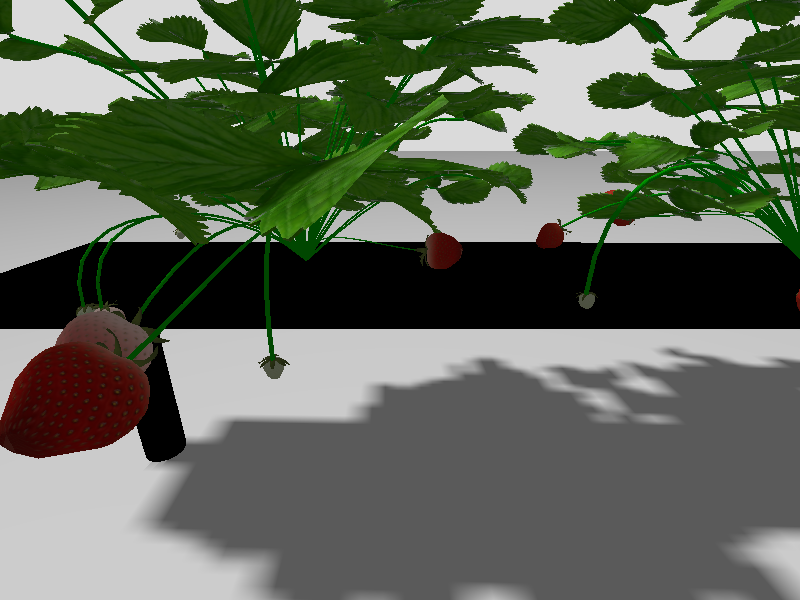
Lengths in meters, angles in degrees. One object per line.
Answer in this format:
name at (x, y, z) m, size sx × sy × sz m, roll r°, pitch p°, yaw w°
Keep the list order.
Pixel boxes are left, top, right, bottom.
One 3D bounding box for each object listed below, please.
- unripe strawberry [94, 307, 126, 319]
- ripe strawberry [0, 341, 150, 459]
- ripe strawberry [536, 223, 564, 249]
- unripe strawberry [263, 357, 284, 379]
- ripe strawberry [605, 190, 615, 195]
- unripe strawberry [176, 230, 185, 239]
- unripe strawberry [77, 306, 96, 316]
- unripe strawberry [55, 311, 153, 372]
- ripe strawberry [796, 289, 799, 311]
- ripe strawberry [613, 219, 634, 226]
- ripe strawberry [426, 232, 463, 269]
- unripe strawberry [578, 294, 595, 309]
unripe strawberry at (-0.162, 0.011, 0.224) m, size 0.016 × 0.016 × 0.014 m, roll 11°, pitch 25°, yaw 26°
ripe strawberry at (-0.113, 0.035, 0.138) m, size 0.042 × 0.036 × 0.042 m, roll 3°, pitch 23°, yaw 6°
ripe strawberry at (0.148, -0.063, 0.397) m, size 0.027 × 0.023 × 0.027 m, roll -36°, pitch 11°, yaw 22°
unripe strawberry at (-0.056, 0.030, 0.177) m, size 0.009 × 0.010 × 0.010 m, roll -3°, pitch 22°, yaw -8°
ripe strawberry at (0.306, -0.142, 0.584) m, size 0.033 × 0.035 × 0.035 m, roll -5°, pitch 15°, yaw -13°
unripe strawberry at (-0.228, -0.068, 0.417) m, size 0.010 × 0.010 × 0.009 m, roll 9°, pitch 24°, yaw 21°
unripe strawberry at (-0.181, 0.009, 0.232) m, size 0.011 × 0.011 × 0.010 m, roll 15°, pitch 26°, yaw 32°
unripe strawberry at (-0.130, 0.023, 0.172) m, size 0.038 × 0.032 × 0.038 m, roll 5°, pitch 29°, yaw 12°
ripe strawberry at (0.242, 0.001, 0.220) m, size 0.034 × 0.039 × 0.037 m, roll 18°, pitch 29°, yaw 37°
ripe strawberry at (0.277, -0.108, 0.504) m, size 0.029 × 0.030 × 0.031 m, roll -12°, pitch 24°, yaw -27°
ripe strawberry at (0.036, -0.040, 0.331) m, size 0.030 × 0.032 × 0.028 m, roll 6°, pitch 23°, yaw 12°
unripe strawberry at (0.119, 0.001, 0.256) m, size 0.010 × 0.010 × 0.011 m, roll -10°, pitch 24°, yaw -23°
